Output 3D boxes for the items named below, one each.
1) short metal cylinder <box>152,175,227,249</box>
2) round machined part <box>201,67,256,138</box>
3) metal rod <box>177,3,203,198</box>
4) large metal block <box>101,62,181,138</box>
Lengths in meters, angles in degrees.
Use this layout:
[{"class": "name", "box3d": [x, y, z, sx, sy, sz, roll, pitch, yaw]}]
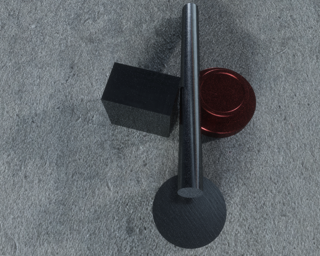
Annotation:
[{"class": "short metal cylinder", "box3d": [0.032, 0.097, 0.360, 0.081, 0.050, 0.080, 0, 70, 0]}, {"class": "round machined part", "box3d": [0.080, -0.039, 0.414, 0.099, 0.042, 0.098, 0, 70, 0]}, {"class": "metal rod", "box3d": [0.038, -0.059, 0.389, 0.025, 0.025, 0.300, 3, 55, 1]}, {"class": "large metal block", "box3d": [-0.021, -0.032, 0.391, 0.080, 0.080, 0.050, 14, 71, 5]}]
